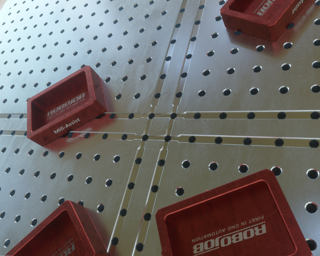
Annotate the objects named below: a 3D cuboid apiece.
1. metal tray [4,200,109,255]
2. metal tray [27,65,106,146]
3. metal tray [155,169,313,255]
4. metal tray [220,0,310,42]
[{"bbox_3d":[-0.135,0.164,0.376,0.130,0.030,0.090,-42,51,-1],"label":"metal tray"},{"bbox_3d":[-0.157,-0.037,0.511,0.130,0.030,0.090,-27,52,11],"label":"metal tray"},{"bbox_3d":[0.066,0.106,0.305,0.130,0.030,0.090,-24,53,13],"label":"metal tray"},{"bbox_3d":[0.160,-0.189,0.437,0.090,0.030,0.130,34,81,38],"label":"metal tray"}]
